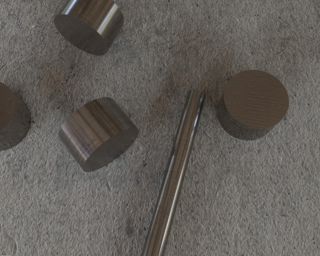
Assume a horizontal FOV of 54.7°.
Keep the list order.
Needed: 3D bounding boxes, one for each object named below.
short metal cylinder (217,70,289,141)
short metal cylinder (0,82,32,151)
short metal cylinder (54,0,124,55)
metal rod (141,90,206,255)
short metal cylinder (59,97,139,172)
[{"bbox_3d":[0.119,-0.029,0.406,0.081,0.050,0.080,0,70,0],"label":"short metal cylinder"},{"bbox_3d":[-0.216,-0.015,0.399,0.081,0.050,0.080,0,70,0],"label":"short metal cylinder"},{"bbox_3d":[-0.098,-0.147,0.432,0.080,0.080,0.050,22,72,8],"label":"short metal cylinder"},{"bbox_3d":[0.009,0.089,0.375,0.025,0.025,0.299,15,71,5],"label":"metal rod"},{"bbox_3d":[-0.073,0.008,0.375,0.080,0.080,0.050,-37,74,-12],"label":"short metal cylinder"}]
